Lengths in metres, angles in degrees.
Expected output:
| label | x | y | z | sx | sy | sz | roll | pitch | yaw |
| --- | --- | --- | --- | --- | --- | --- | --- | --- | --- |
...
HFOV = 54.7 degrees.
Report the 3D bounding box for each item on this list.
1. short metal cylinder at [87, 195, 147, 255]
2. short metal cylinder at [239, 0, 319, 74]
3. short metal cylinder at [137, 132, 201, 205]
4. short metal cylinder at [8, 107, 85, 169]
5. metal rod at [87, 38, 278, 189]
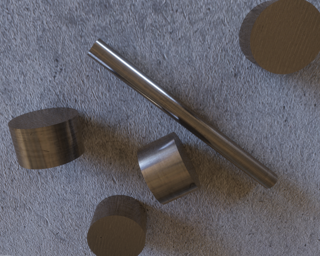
| label | x | y | z | sx | sy | sz | roll | pitch | yaw |
| --- | --- | --- | --- | --- | --- | --- | --- | --- | --- |
| short metal cylinder | -0.060 | 0.145 | 0.449 | 0.081 | 0.050 | 0.079 | 0 | 110 | 0 |
| short metal cylinder | 0.138 | -0.107 | 0.359 | 0.081 | 0.050 | 0.079 | 0 | 110 | 0 |
| short metal cylinder | 0.012 | 0.051 | 0.400 | 0.050 | 0.080 | 0.080 | -26 | 108 | 9 |
| short metal cylinder | -0.138 | 0.010 | 0.383 | 0.080 | 0.080 | 0.050 | -5 | 110 | 1 |
| metal rod | 0.038 | -0.011 | 0.405 | 0.301 | 0.025 | 0.025 | 36 | 106 | -13 |
